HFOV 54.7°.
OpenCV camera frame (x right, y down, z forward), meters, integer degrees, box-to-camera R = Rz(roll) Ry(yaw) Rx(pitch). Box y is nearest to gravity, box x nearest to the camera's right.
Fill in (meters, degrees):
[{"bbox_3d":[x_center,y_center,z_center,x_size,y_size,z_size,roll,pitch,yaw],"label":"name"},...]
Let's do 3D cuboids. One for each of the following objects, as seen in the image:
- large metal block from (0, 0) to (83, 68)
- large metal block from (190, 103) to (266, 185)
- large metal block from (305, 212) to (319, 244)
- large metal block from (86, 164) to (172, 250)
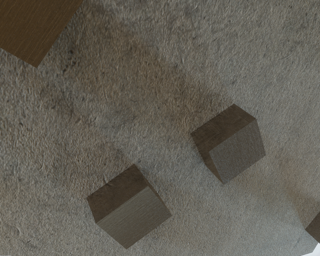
[{"bbox_3d":[-0.120,-0.111,0.257,0.080,0.050,0.080,31,101,-38],"label":"large metal block"},{"bbox_3d":[0.103,0.025,0.462,0.080,0.050,0.080,-34,129,-6],"label":"large metal block"},{"bbox_3d":[0.427,0.247,0.776,0.080,0.050,0.080,21,107,-36],"label":"large metal block"},{"bbox_3d":[-0.042,0.111,0.436,0.080,0.050,0.080,-36,129,-5],"label":"large metal block"}]
